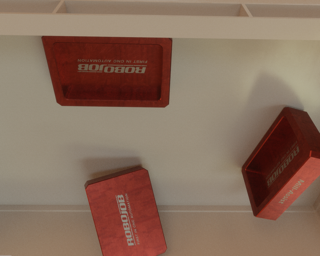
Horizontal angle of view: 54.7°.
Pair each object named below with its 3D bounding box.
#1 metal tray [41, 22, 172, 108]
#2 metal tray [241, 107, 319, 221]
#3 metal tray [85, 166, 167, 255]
[{"bbox_3d":[-0.054,-0.068,0.346,0.131,0.030,0.089,1,130,-2],"label":"metal tray"},{"bbox_3d":[0.159,0.049,0.410,0.030,0.090,0.129,13,129,-11],"label":"metal tray"},{"bbox_3d":[-0.049,0.130,0.451,0.091,0.030,0.129,-15,95,-16],"label":"metal tray"}]
